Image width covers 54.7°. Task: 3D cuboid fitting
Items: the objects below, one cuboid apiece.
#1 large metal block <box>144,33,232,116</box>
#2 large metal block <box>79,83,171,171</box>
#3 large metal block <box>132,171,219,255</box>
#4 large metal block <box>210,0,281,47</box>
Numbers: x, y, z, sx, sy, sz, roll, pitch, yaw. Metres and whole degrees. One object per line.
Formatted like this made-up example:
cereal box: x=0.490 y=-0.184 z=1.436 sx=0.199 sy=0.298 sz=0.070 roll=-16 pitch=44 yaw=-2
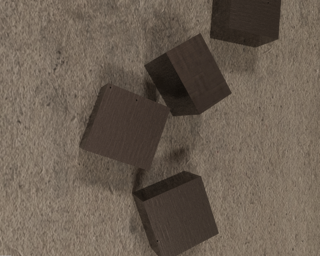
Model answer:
large metal block: x=0.032 y=-0.063 z=0.393 sx=0.050 sy=0.080 sz=0.080 roll=-33 pitch=101 yaw=-17
large metal block: x=-0.044 y=0.000 z=0.380 sx=0.080 sy=0.050 sz=0.080 roll=21 pitch=83 yaw=-19
large metal block: x=0.019 y=0.111 z=0.404 sx=0.081 sy=0.050 sz=0.080 roll=-20 pitch=97 yaw=-19
large metal block: x=0.122 y=-0.167 z=0.442 sx=0.081 sy=0.050 sz=0.080 roll=5 pitch=88 yaw=-20
